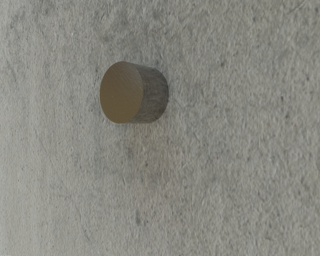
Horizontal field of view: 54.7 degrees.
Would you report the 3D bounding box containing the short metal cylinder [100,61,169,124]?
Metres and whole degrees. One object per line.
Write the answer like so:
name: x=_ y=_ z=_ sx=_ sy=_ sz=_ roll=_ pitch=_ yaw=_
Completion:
short metal cylinder: x=-0.035 y=-0.046 z=0.416 sx=0.080 sy=0.050 sz=0.079 roll=0 pitch=90 yaw=39
